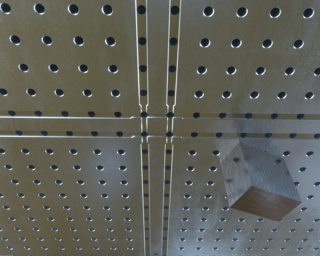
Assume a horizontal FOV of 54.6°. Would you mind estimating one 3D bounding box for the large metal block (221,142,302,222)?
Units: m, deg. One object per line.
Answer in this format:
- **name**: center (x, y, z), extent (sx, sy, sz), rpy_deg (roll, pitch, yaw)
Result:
- **large metal block**: center (0.140, 0.076, 0.441), extent (0.080, 0.080, 0.050), rpy_deg (20, 127, -16)
